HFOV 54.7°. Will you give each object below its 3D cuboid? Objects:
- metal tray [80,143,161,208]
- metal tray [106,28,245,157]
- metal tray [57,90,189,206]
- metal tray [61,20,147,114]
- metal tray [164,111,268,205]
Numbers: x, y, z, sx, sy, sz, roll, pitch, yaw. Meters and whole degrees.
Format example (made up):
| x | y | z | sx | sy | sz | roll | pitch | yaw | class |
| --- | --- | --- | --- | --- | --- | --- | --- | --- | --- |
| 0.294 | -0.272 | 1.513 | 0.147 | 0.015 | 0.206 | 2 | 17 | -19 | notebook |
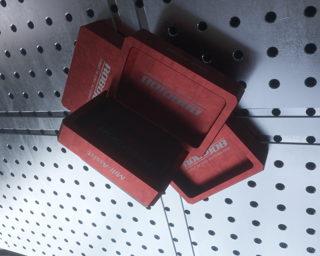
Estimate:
| x | y | z | sx | sy | sz | roll | pitch | yaw | class |
| --- | --- | --- | --- | --- | --- | --- | --- | --- | --- |
| -0.056 | 0.058 | 0.447 | 0.130 | 0.030 | 0.090 | 36 | 154 | 3 | metal tray |
| 0.012 | -0.037 | 0.338 | 0.130 | 0.030 | 0.089 | 31 | 128 | 7 | metal tray |
| -0.038 | 0.018 | 0.359 | 0.130 | 0.090 | 0.030 | 35 | 129 | 4 | metal tray |
| -0.073 | -0.060 | 0.407 | 0.090 | 0.030 | 0.129 | 33 | 129 | 5 | metal tray |
| 0.057 | 0.038 | 0.398 | 0.090 | 0.030 | 0.129 | 47 | 129 | -6 | metal tray |
